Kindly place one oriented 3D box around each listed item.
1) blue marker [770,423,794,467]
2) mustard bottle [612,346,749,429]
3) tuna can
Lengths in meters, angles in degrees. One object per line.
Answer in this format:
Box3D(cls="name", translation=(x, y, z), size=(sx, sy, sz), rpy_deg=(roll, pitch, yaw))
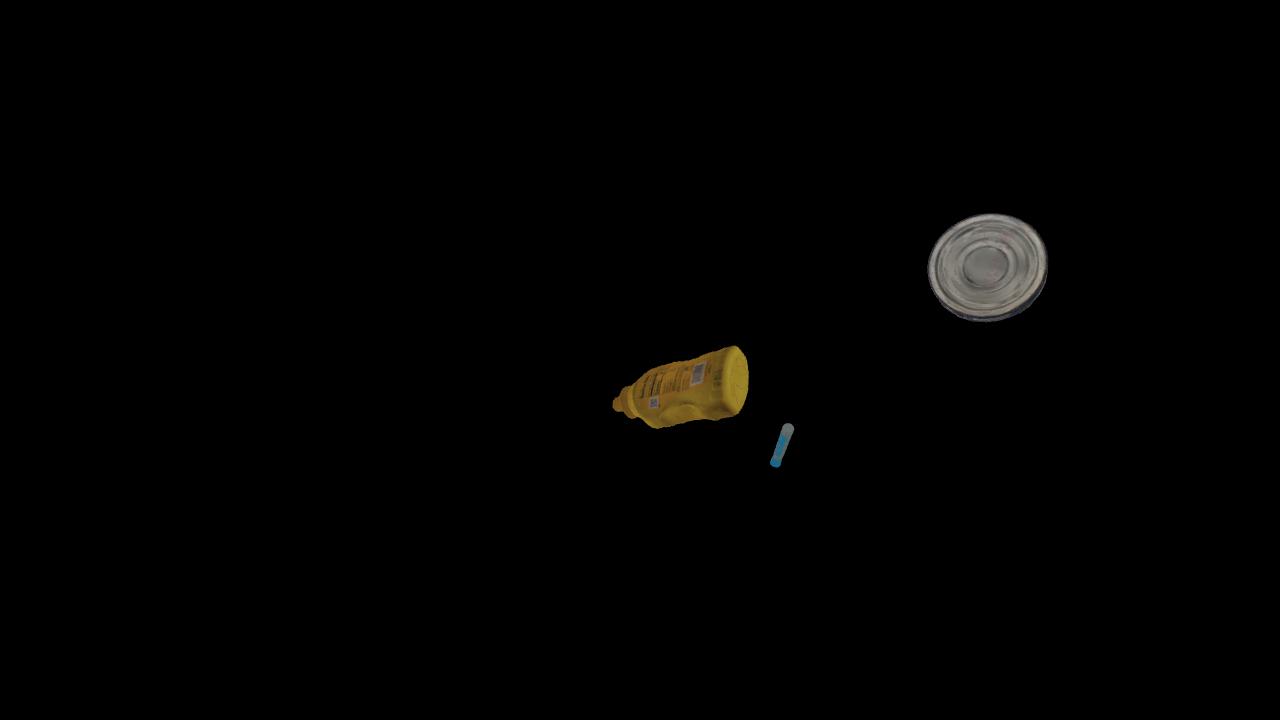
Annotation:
Box3D(cls="blue marker", translation=(0.242, 0.149, 1.051), size=(0.020, 0.020, 0.121), rpy_deg=(0, -39, -2))
Box3D(cls="mustard bottle", translation=(0.040, 0.040, 0.759), size=(0.184, 0.092, 0.054), rpy_deg=(-15, -42, 35))
Box3D(cls="tuna can", translation=(0.276, -0.073, 0.491), size=(0.084, 0.084, 0.034), rpy_deg=(0, -1, 32))
